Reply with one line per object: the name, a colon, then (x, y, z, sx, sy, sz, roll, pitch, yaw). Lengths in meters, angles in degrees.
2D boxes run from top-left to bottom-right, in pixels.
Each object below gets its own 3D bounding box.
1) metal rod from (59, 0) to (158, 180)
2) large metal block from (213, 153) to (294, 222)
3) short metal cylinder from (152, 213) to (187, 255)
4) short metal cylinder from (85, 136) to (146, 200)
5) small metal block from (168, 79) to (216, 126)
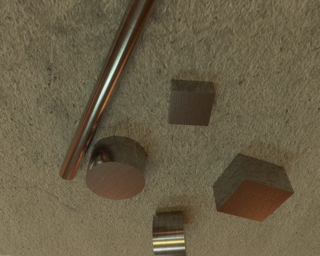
metal rod: (-0.073, -0.034, 0.377, 0.025, 0.025, 0.298, 20, 127, -17)
large metal block: (0.138, 0.092, 0.471, 0.081, 0.050, 0.079, 17, 128, -14)
short metal cylinder: (0.018, 0.189, 0.532, 0.050, 0.080, 0.080, -6, 130, 5)
short metal cylinder: (-0.061, 0.057, 0.439, 0.081, 0.050, 0.079, 0, 130, 0)
small metal block: (0.037, -0.031, 0.382, 0.050, 0.025, 0.050, 3, 130, -3)
